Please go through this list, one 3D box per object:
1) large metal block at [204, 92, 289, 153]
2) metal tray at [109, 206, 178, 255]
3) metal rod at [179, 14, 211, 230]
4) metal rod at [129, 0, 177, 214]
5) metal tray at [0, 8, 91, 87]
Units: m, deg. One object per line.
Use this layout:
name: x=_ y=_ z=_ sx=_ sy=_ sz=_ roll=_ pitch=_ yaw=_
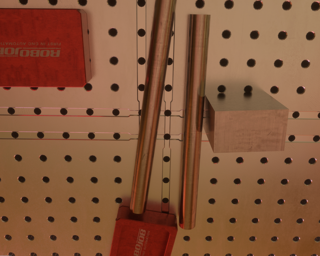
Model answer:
large metal block: x=0.100 y=-0.010 z=0.382 sx=0.081 sy=0.080 sz=0.050 roll=-2 pitch=110 yaw=0
metal tray: x=-0.031 y=0.190 z=0.480 sx=0.091 sy=0.030 sz=0.129 roll=11 pitch=110 yaw=-5
metal rod: x=0.044 y=0.006 z=0.416 sx=0.025 sy=0.025 sz=0.298 roll=1 pitch=110 yaw=-1
metal rod: x=-0.012 y=-0.019 z=0.406 sx=0.025 sy=0.025 sz=0.298 roll=7 pitch=110 yaw=-3
metal tray: x=-0.154 y=-0.096 z=0.373 sx=0.131 sy=0.030 sz=0.089 roll=0 pitch=110 yaw=-1
